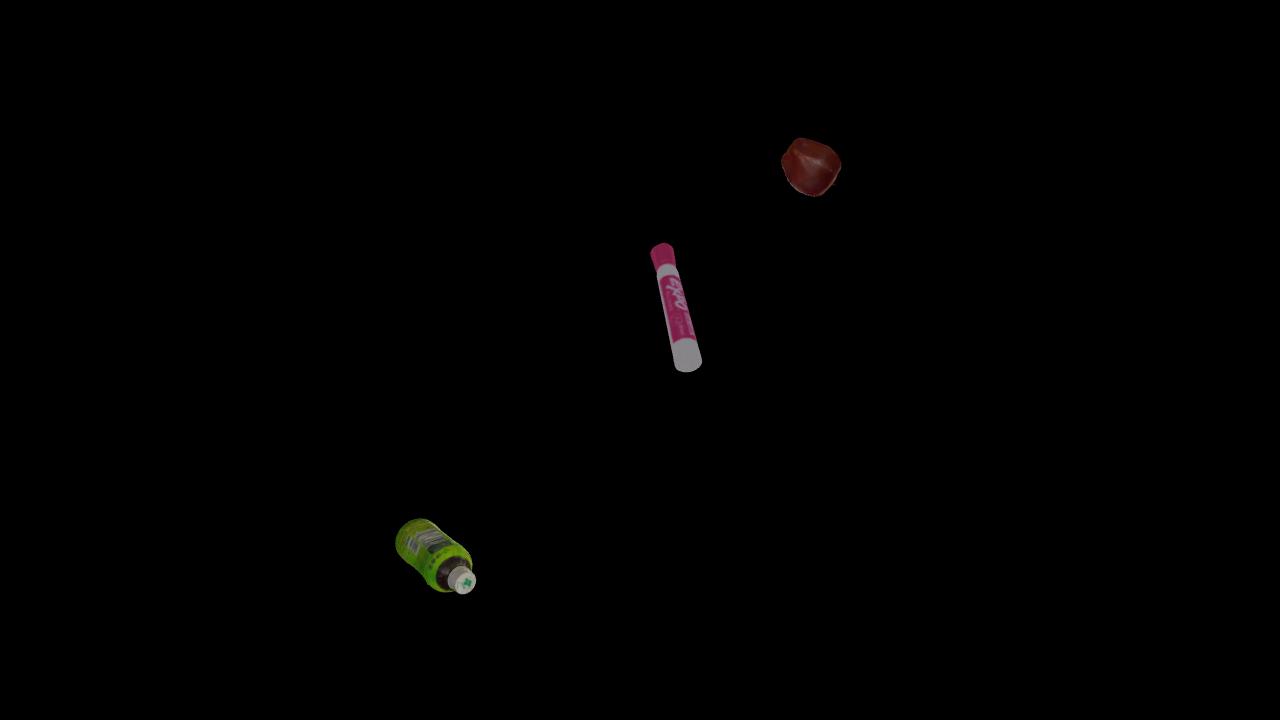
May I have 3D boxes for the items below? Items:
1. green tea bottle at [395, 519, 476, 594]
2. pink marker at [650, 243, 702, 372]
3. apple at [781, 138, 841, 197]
[{"bbox_3d":[-0.299,0.294,0.911,0.073,0.073,0.212,0,3,-36],"label":"green tea bottle"},{"bbox_3d":[0.024,-0.043,0.447,0.020,0.121,0.020,-6,-40,-5],"label":"pink marker"},{"bbox_3d":[0.262,-0.294,0.943,0.093,0.079,0.079,35,-1,-2],"label":"apple"}]
